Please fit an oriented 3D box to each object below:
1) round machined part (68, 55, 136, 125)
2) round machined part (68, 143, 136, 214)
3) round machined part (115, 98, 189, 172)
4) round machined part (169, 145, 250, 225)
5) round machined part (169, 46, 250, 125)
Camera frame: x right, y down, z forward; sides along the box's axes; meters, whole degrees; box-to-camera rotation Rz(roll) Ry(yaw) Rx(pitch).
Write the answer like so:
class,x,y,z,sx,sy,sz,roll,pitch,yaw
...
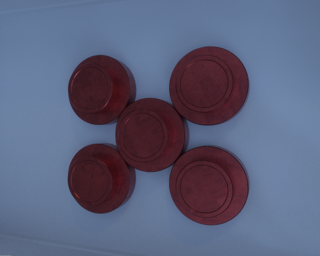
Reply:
class,x,y,z,sx,sy,sz,roll,pitch,yaw
round machined part,-0.087,-0.053,0.429,0.098,0.042,0.097,0,90,19
round machined part,-0.087,0.071,0.429,0.098,0.042,0.097,0,90,19
round machined part,-0.015,0.009,0.404,0.098,0.042,0.097,0,90,19
round machined part,0.058,0.071,0.379,0.098,0.042,0.097,0,90,19
round machined part,0.058,-0.052,0.379,0.098,0.042,0.097,0,90,19
